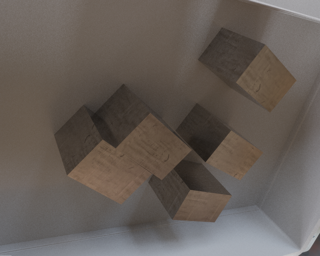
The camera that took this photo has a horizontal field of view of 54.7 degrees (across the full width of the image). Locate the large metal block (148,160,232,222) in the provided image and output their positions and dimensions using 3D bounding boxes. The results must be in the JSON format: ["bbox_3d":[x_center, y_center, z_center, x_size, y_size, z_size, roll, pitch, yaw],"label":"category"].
[{"bbox_3d":[0.042,0.089,0.453,0.081,0.080,0.050,15,110,-35],"label":"large metal block"}]

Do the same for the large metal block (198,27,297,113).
[{"bbox_3d":[0.108,-0.073,0.389,0.080,0.080,0.050,29,102,-38],"label":"large metal block"}]

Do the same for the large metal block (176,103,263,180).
[{"bbox_3d":[0.081,0.019,0.431,0.080,0.080,0.050,29,102,-38],"label":"large metal block"}]

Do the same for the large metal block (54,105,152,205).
[{"bbox_3d":[-0.067,0.030,0.356,0.050,0.080,0.080,-46,130,3],"label":"large metal block"}]

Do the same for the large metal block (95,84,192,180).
[{"bbox_3d":[-0.021,0.004,0.366,0.050,0.080,0.080,-46,130,3],"label":"large metal block"}]
